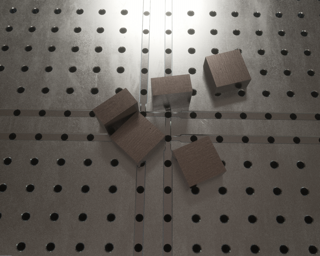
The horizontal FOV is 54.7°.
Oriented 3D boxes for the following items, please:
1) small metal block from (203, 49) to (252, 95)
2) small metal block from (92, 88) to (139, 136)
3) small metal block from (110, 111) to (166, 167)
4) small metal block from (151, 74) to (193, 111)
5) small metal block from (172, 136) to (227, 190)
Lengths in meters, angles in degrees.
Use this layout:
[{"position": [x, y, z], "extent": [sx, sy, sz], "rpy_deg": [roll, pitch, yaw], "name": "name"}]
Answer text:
[{"position": [0.095, -0.080, 0.442], "extent": [0.050, 0.025, 0.050], "rpy_deg": [-14, 71, -6], "name": "small metal block"}, {"position": [-0.055, -0.019, 0.405], "extent": [0.050, 0.050, 0.025], "rpy_deg": [-36, 74, -12], "name": "small metal block"}, {"position": [-0.028, 0.015, 0.406], "extent": [0.050, 0.025, 0.050], "rpy_deg": [42, 75, 13], "name": "small metal block"}, {"position": [0.015, -0.047, 0.416], "extent": [0.050, 0.050, 0.025], "rpy_deg": [-7, 71, -3], "name": "small metal block"}, {"position": [0.049, 0.045, 0.396], "extent": [0.050, 0.025, 0.050], "rpy_deg": [-22, 72, -8], "name": "small metal block"}]
